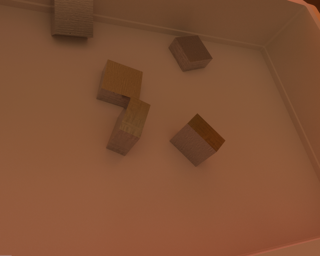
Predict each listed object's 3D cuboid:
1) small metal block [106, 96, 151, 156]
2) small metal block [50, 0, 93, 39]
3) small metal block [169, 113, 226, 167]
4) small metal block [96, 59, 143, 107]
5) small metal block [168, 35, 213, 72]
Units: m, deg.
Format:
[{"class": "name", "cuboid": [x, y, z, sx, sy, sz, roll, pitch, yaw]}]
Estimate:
[{"class": "small metal block", "cuboid": [-0.038, -0.002, 0.371, 0.025, 0.050, 0.050, 25, 53, -13]}, {"class": "small metal block", "cuboid": [-0.119, -0.149, 0.417, 0.050, 0.025, 0.050, -4, 101, -30]}, {"class": "small metal block", "cuboid": [0.048, 0.017, 0.407, 0.050, 0.050, 0.025, 45, 51, 2]}, {"class": "small metal block", "cuboid": [-0.053, -0.057, 0.413, 0.050, 0.025, 0.050, 17, 55, -19]}, {"class": "small metal block", "cuboid": [0.050, -0.123, 0.510, 0.050, 0.025, 0.050, -17, 71, -35]}]
